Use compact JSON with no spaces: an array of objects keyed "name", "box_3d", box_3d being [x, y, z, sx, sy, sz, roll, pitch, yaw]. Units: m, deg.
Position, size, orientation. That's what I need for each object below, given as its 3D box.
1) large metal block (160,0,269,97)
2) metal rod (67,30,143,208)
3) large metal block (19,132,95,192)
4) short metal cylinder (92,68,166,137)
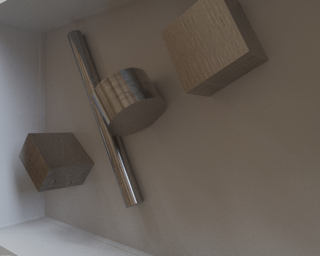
[{"name":"large metal block","box_3d":[0.058,-0.091,0.341,0.080,0.050,0.080,-32,70,35]},{"name":"metal rod","box_3d":[-0.089,-0.025,0.477,0.025,0.025,0.299,-34,69,34]},{"name":"large metal block","box_3d":[-0.170,0.053,0.508,0.080,0.081,0.050,47,118,29]},{"name":"short metal cylinder","box_3d":[-0.040,-0.032,0.402,0.080,0.081,0.050,-44,64,31]}]
